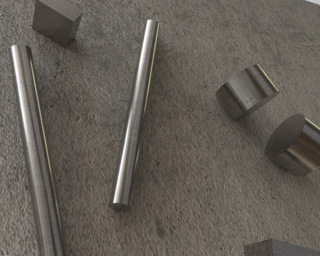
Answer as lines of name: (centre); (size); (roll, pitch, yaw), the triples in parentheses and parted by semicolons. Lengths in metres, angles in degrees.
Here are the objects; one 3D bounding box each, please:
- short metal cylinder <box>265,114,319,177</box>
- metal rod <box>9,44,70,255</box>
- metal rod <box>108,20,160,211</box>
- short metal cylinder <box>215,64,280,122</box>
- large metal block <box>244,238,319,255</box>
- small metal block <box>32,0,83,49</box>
short metal cylinder: (0.205, 0.025, 0.463); (0.050, 0.080, 0.080); (35, 51, -5)
metal rod: (-0.122, 0.040, 0.313); (0.025, 0.025, 0.299); (-5, 64, -31)
metal rod: (-0.028, -0.040, 0.412); (0.025, 0.025, 0.300); (19, 54, -17)
short metal cylinder: (0.132, -0.052, 0.471); (0.081, 0.080, 0.050); (-23, 74, -36)
large metal block: (0.147, 0.181, 0.356); (0.080, 0.050, 0.080); (20, 54, -17)
small metal block: (-0.133, -0.140, 0.401); (0.050, 0.050, 0.025); (31, 52, -9)
